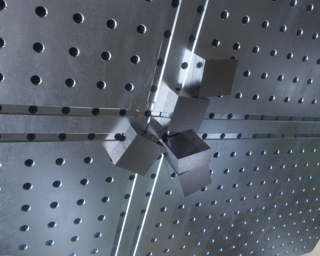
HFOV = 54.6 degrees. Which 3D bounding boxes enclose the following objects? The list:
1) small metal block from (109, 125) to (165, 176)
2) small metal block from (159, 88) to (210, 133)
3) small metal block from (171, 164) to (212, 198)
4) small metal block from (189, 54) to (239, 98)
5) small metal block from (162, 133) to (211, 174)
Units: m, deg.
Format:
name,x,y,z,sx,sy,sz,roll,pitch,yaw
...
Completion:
name,x,y,z,sx,sy,sz,roll,pitch,yaw
small metal block,-0.030,0.031,0.413,0.050,0.025,0.050,29,103,-38
small metal block,0.032,-0.022,0.414,0.050,0.025,0.050,4,116,-30
small metal block,0.050,0.073,0.483,0.050,0.025,0.050,-25,128,-13
small metal block,0.070,-0.069,0.406,0.050,0.025,0.050,-7,122,-25
small metal block,0.036,0.033,0.434,0.050,0.050,0.025,-16,125,-19
